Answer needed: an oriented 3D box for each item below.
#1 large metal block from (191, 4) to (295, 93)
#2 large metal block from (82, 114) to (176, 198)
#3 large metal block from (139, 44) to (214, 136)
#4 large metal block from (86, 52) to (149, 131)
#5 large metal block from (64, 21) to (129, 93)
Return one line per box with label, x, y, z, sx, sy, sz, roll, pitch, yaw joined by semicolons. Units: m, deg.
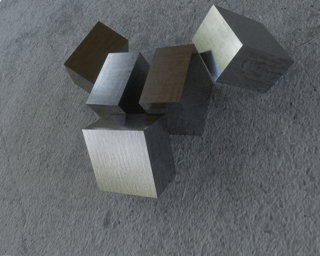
large metal block;0.096;-0.092;0.368;0.050;0.081;0.080;-56;40;38
large metal block;-0.034;0.029;0.360;0.080;0.079;0.050;1;23;28
large metal block;0.024;-0.044;0.383;0.050;0.080;0.080;1;62;28
large metal block;-0.042;-0.044;0.418;0.050;0.080;0.080;5;64;30
large metal block;-0.091;-0.097;0.464;0.050;0.080;0.080;34;78;1
